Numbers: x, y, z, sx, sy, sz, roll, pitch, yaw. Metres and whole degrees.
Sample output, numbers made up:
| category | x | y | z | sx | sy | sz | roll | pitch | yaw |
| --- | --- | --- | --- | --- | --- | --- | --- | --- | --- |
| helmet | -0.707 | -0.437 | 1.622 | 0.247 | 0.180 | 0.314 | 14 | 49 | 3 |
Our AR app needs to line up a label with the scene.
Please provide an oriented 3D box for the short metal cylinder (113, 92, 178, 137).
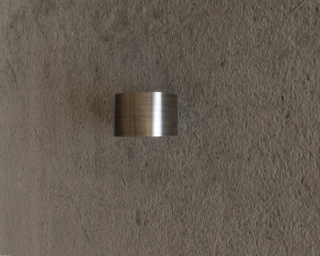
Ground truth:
| category | x | y | z | sx | sy | sz | roll | pitch | yaw |
| --- | --- | --- | --- | --- | --- | --- | --- | --- | --- |
| short metal cylinder | -0.018 | -0.015 | 0.384 | 0.080 | 0.081 | 0.050 | -1 | 90 | 39 |
